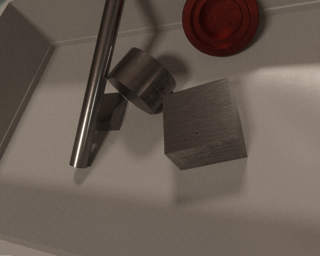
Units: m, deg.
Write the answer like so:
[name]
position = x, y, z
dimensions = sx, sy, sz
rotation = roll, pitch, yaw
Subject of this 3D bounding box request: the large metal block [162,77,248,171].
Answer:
[large metal block]
position = 0.051, -0.003, 0.364
dimensions = 0.080, 0.050, 0.080
rotation = -15, 56, 19

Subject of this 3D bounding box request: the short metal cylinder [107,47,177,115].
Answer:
[short metal cylinder]
position = -0.025, -0.062, 0.420
dimensions = 0.080, 0.080, 0.050
rotation = 32, 80, 37

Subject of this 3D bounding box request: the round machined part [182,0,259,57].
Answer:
[round machined part]
position = 0.082, -0.150, 0.416
dimensions = 0.098, 0.098, 0.042
rotation = -8, 30, 24

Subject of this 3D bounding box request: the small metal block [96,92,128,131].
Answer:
[small metal block]
position = -0.081, -0.024, 0.461
dimensions = 0.050, 0.025, 0.050
rotation = -1, 61, 27

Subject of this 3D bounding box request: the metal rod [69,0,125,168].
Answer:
[metal rod]
position = -0.079, -0.092, 0.423
dimensions = 0.025, 0.025, 0.298
rotation = 16, 95, 34
